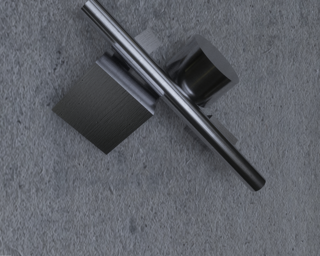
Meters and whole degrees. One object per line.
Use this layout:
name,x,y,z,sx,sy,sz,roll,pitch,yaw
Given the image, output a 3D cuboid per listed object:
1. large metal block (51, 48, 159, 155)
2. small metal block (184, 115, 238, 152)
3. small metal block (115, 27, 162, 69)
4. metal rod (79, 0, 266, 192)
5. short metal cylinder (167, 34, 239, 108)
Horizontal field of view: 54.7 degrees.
large metal block,-0.060,-0.029,0.357,0.080,0.050,0.080,43,117,-16
small metal block,0.069,0.009,0.420,0.050,0.050,0.025,43,77,-16
small metal block,-0.033,-0.094,0.386,0.050,0.050,0.025,-40,103,-16
metal rod,0.025,-0.029,0.367,0.300,0.025,0.025,45,76,-15
short metal cylinder,0.055,-0.072,0.396,0.080,0.080,0.050,41,118,-16
